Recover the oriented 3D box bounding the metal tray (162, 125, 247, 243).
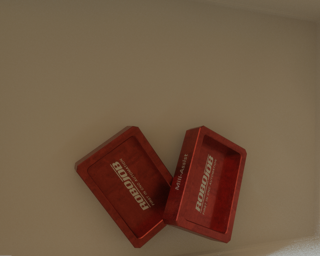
[{"bbox_3d":[0.063,0.073,0.407,0.090,0.030,0.130,28,66,-26],"label":"metal tray"}]

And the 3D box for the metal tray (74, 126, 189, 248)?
[{"bbox_3d":[-0.034,0.073,0.395,0.090,0.030,0.130,-37,102,-16],"label":"metal tray"}]
